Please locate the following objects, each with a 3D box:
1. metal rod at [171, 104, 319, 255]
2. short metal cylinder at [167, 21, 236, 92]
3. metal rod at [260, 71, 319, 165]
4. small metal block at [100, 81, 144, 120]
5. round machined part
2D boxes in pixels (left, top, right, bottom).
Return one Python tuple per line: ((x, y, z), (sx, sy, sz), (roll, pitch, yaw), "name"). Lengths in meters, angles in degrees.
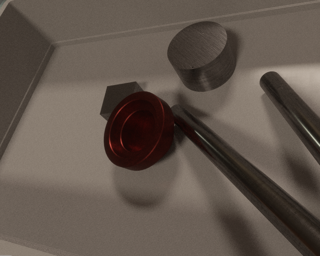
((0.072, 0.039, 0.278), (0.025, 0.025, 0.300), (-41, 31, 0), "metal rod")
((0.057, -0.096, 0.418), (0.080, 0.050, 0.080), (-13, 56, 20), "short metal cylinder")
((0.137, 0.021, 0.245), (0.025, 0.025, 0.300), (-25, 29, 13), "metal rod")
((-0.055, -0.038, 0.456), (0.050, 0.025, 0.050), (-5, 59, 25), "small metal block")
((-0.022, 0.006, 0.391), (0.098, 0.042, 0.098), (-17, 61, 34), "round machined part")
